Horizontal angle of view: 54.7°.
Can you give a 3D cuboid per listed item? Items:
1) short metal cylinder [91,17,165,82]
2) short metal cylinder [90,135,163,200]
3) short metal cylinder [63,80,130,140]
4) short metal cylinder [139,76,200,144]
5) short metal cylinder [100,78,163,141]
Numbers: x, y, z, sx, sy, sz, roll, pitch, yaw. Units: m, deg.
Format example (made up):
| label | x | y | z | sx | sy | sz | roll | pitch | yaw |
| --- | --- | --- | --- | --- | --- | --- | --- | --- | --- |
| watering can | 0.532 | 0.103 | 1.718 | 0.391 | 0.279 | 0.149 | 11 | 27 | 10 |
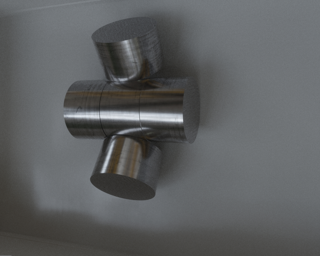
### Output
| label | x | y | z | sx | sy | sz | roll | pitch | yaw |
| --- | --- | --- | --- | --- | --- | --- | --- | --- | --- |
| short metal cylinder | -0.038 | -0.099 | 0.385 | 0.080 | 0.080 | 0.050 | 2 | 129 | 20 |
| short metal cylinder | -0.040 | 0.051 | 0.386 | 0.080 | 0.080 | 0.050 | 0 | 56 | 20 |
| short metal cylinder | -0.081 | -0.023 | 0.408 | 0.050 | 0.080 | 0.080 | 1 | 91 | 20 |
| short metal cylinder | 0.015 | -0.022 | 0.374 | 0.050 | 0.080 | 0.080 | 1 | 91 | 20 |
| short metal cylinder | -0.033 | -0.023 | 0.391 | 0.050 | 0.080 | 0.080 | 1 | 91 | 20 |
